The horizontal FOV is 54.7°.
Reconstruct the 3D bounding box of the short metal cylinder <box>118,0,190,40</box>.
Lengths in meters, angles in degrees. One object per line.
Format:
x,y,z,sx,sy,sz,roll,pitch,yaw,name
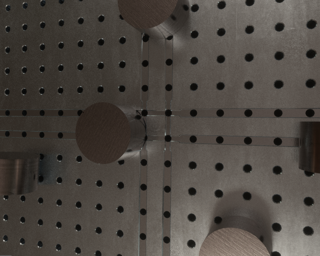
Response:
-0.007,-0.161,0.401,0.080,0.050,0.079,0,90,19,short metal cylinder

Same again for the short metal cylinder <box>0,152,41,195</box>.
-0.222,0.065,0.460,0.080,0.080,0.050,5,92,19,short metal cylinder

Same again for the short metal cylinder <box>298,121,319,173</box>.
0.187,0.019,0.318,0.080,0.080,0.050,1,91,19,short metal cylinder

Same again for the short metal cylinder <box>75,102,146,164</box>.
-0.066,0.006,0.421,0.080,0.050,0.079,0,90,19,short metal cylinder

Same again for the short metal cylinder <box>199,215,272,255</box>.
0.091,0.150,0.367,0.080,0.050,0.079,0,90,19,short metal cylinder
